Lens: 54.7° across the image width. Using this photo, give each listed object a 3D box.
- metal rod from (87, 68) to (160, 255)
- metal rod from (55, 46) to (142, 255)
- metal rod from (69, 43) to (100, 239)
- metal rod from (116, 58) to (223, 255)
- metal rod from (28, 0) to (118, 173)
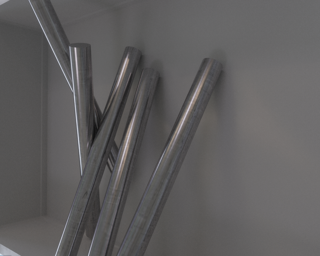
[{"bbox_3d":[-0.046,0.060,0.363,0.025,0.025,0.299,-6,61,40],"label":"metal rod"},{"bbox_3d":[-0.078,0.030,0.404,0.025,0.025,0.299,4,72,40],"label":"metal rod"},{"bbox_3d":[-0.100,0.036,0.428,0.025,0.025,0.298,26,125,37],"label":"metal rod"},{"bbox_3d":[0.001,0.059,0.325,0.025,0.025,0.299,14,73,39],"label":"metal rod"},{"bbox_3d":[-0.111,-0.061,0.419,0.025,0.025,0.299,-10,109,39],"label":"metal rod"}]
